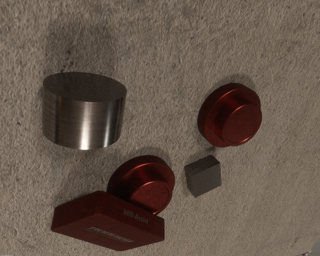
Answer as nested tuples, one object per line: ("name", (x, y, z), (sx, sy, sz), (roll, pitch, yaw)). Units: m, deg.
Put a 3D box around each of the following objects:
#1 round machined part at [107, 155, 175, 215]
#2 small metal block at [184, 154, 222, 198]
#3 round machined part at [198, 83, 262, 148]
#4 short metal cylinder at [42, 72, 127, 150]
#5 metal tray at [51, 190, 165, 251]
("round machined part", (-0.022, 0.091, 0.442), (0.099, 0.042, 0.097), (-14, 124, -21))
("small metal block", (0.069, 0.077, 0.494), (0.050, 0.025, 0.050), (-22, 127, -15))
("round machined part", (0.108, -0.012, 0.449), (0.099, 0.042, 0.097), (-14, 125, -21))
("short metal cylinder", (-0.077, -0.020, 0.317), (0.081, 0.080, 0.050), (-3, 120, -27))
("metal tray", (-0.066, 0.132, 0.422), (0.090, 0.030, 0.130), (-26, 136, 29))
